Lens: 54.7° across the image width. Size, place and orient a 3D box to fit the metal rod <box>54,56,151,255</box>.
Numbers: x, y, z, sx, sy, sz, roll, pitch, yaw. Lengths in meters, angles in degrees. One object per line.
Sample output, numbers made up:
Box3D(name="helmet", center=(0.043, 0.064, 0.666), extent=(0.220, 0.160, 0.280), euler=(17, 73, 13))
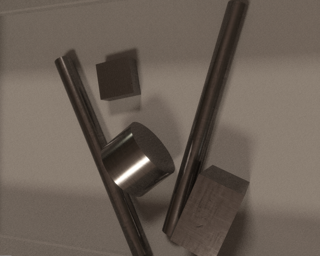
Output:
Box3D(name="metal rod", center=(-0.084, 0.035, 0.438), extent=(0.025, 0.025, 0.299), euler=(-26, 82, 18))

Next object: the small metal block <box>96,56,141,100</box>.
Box3D(name="small metal block", center=(-0.058, -0.067, 0.430), extent=(0.050, 0.025, 0.050), euler=(-9, 87, 19))

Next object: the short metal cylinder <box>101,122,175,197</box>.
Box3D(name="short metal cylinder", center=(-0.027, 0.039, 0.390), extent=(0.050, 0.080, 0.080), euler=(-40, 78, 15))

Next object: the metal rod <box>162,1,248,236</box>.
Box3D(name="metal rod", center=(0.055, -0.007, 0.390), extent=(0.025, 0.025, 0.298), euler=(17, 96, 19))

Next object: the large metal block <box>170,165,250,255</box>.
Box3D(name="large metal block", center=(0.061, 0.094, 0.359), extent=(0.050, 0.080, 0.080), euler=(25, 98, 18))
